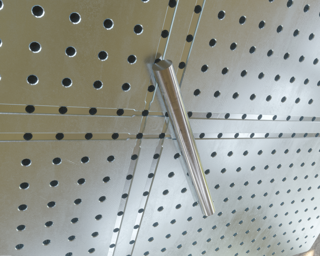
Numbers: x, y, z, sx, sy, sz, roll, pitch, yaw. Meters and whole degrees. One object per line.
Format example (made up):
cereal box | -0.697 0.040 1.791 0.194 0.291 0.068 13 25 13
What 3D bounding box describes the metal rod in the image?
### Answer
metal rod | 0.044 0.036 0.459 0.025 0.025 0.299 -29 129 -10
